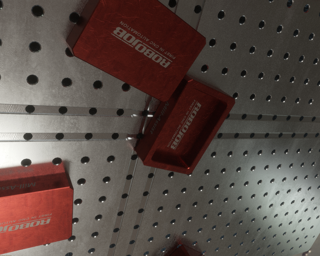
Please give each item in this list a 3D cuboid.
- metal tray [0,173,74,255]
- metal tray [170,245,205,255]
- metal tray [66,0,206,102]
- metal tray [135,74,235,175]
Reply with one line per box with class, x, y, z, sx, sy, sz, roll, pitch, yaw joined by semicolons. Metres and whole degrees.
metal tray;-0.176;0.108;0.379;0.131;0.030;0.089;-5;121;-27
metal tray;0.029;0.296;0.609;0.130;0.030;0.090;-46;130;4
metal tray;-0.022;-0.094;0.340;0.131;0.030;0.090;24;105;-37
metal tray;0.035;-0.002;0.427;0.091;0.030;0.129;18;109;-36
